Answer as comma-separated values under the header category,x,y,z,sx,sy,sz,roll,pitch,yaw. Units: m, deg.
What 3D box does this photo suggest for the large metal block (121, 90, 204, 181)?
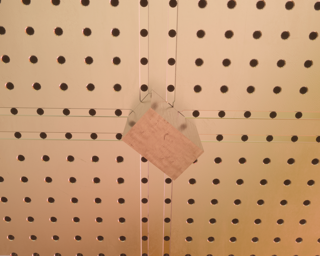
category,x,y,z,sx,sy,sz,roll,pitch,yaw
large metal block,0.003,0.006,0.386,0.080,0.080,0.050,39,106,-14
